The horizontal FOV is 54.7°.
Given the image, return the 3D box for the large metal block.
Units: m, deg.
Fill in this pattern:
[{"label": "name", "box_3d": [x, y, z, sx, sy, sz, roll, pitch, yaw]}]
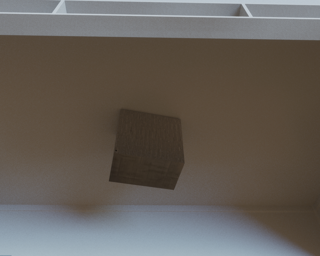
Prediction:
[{"label": "large metal block", "box_3d": [-0.017, 0.026, 0.392, 0.081, 0.080, 0.050, 9, 129, -8]}]
